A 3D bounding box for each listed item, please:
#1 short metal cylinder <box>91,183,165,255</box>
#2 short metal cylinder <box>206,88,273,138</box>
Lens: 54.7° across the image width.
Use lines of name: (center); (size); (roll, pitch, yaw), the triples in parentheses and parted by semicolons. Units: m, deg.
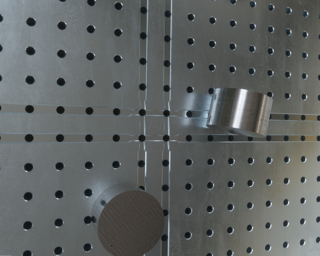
short metal cylinder: (-0.041, 0.113, 0.385); (0.081, 0.050, 0.079); (0, 90, -21)
short metal cylinder: (0.108, -0.020, 0.425); (0.081, 0.080, 0.050); (14, 86, -20)
